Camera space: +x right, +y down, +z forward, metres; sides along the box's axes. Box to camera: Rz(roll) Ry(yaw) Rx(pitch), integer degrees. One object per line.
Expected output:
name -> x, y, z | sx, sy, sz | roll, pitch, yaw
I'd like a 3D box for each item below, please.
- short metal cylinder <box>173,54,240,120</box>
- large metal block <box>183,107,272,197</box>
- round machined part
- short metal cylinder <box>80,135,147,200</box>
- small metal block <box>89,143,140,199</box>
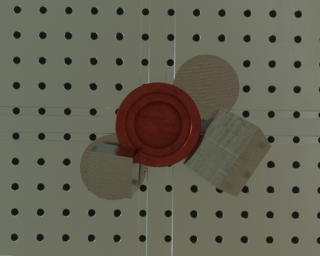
short metal cylinder -> 0.056, -0.050, 0.401 | 0.081, 0.050, 0.079 | 0, 90, 0
large metal block -> 0.086, 0.032, 0.380 | 0.050, 0.080, 0.080 | 34, 90, 34
round machined part -> -0.002, -0.004, 0.375 | 0.099, 0.042, 0.097 | 0, 90, 0
short metal cylinder -> -0.057, 0.048, 0.400 | 0.081, 0.050, 0.079 | 0, 90, 0
small metal block -> -0.051, 0.048, 0.350 | 0.050, 0.025, 0.050 | 8, 110, 12
